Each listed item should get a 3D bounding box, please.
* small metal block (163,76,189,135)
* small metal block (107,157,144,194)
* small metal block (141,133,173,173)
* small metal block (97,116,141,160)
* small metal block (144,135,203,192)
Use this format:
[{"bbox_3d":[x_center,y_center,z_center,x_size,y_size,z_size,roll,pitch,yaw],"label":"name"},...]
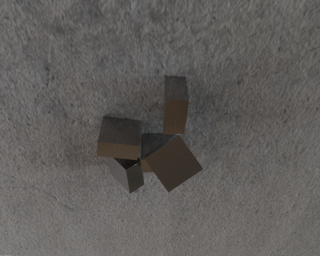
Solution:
[{"bbox_3d":[0.017,-0.027,0.368,0.025,0.050,0.050,2,130,-2],"label":"small metal block"},{"bbox_3d":[-0.049,0.055,0.434,0.025,0.050,0.050,-30,137,-28],"label":"small metal block"},{"bbox_3d":[0.001,0.033,0.419,0.050,0.050,0.025,-1,130,0],"label":"small metal block"},{"bbox_3d":[-0.052,0.012,0.401,0.050,0.050,0.025,7,130,-6],"label":"small metal block"},{"bbox_3d":[0.016,0.041,0.379,0.050,0.025,0.050,-35,94,3],"label":"small metal block"}]
